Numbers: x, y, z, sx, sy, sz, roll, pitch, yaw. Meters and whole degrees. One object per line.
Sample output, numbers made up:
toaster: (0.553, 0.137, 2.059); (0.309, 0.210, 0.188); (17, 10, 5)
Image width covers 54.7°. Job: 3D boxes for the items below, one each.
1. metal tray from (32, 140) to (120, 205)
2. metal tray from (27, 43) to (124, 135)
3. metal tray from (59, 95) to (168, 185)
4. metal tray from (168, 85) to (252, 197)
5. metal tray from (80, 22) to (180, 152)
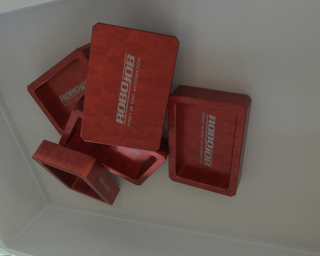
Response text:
metal tray: (-0.122, 0.071, 0.472); (0.090, 0.030, 0.130); (16, 154, 19)
metal tray: (-0.117, -0.048, 0.433); (0.130, 0.030, 0.090); (-22, 107, 36)
metal tray: (-0.062, 0.021, 0.420); (0.131, 0.030, 0.089); (29, 137, -10)
metal tray: (0.057, 0.017, 0.383); (0.090, 0.030, 0.129); (12, 124, 21)
metal tray: (-0.035, -0.044, 0.349); (0.091, 0.030, 0.129); (9, 105, -4)
